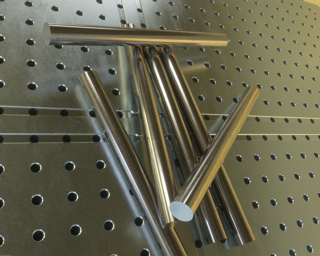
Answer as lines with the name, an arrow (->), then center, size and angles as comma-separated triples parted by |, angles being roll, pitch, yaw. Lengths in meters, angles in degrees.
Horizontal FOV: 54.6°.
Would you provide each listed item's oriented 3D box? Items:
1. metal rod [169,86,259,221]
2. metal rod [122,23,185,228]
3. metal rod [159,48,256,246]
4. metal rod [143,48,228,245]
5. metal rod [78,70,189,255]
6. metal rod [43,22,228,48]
metal rod -> 0.089, 0.011, 0.415 | 0.025, 0.025, 0.301 | 43, 41, 1
metal rod -> -0.016, -0.025, 0.397 | 0.025, 0.025, 0.299 | 3, 55, -27
metal rod -> 0.056, 0.009, 0.431 | 0.025, 0.025, 0.299 | -7, 65, -31
metal rod -> 0.024, 0.001, 0.419 | 0.025, 0.025, 0.299 | -5, 64, -30
metal rod -> -0.024, 0.060, 0.357 | 0.025, 0.025, 0.299 | -17, 71, -35
metal rod -> -0.010, -0.129, 0.444 | 0.302, 0.025, 0.025 | -10, 67, -37
